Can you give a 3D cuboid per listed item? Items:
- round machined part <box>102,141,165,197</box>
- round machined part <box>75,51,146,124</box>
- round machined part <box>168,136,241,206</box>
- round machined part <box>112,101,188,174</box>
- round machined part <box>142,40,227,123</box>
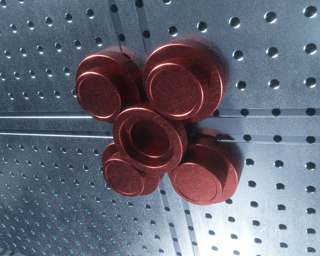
[{"bbox_3d":[-0.046,0.064,0.462,0.098,0.042,0.097,13,124,20],"label":"round machined part"},{"bbox_3d":[-0.071,-0.047,0.406,0.098,0.042,0.097,13,124,20],"label":"round machined part"},{"bbox_3d":[0.053,0.063,0.409,0.098,0.042,0.097,13,124,20],"label":"round machined part"},{"bbox_3d":[-0.009,0.009,0.407,0.098,0.042,0.097,13,124,20],"label":"round machined part"},{"bbox_3d":[0.023,-0.048,0.357,0.098,0.042,0.097,13,124,20],"label":"round machined part"}]
